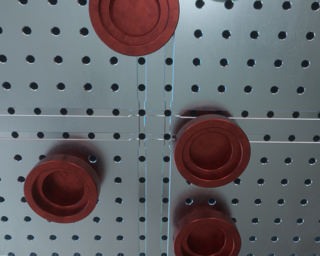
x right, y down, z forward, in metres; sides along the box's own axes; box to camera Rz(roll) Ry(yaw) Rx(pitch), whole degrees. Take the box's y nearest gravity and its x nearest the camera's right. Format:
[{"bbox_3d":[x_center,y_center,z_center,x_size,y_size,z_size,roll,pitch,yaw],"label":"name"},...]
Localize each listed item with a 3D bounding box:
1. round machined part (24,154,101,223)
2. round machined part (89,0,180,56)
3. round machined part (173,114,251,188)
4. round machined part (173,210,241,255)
[{"bbox_3d":[-0.132,0.080,0.432,0.099,0.042,0.097,0,110,-1],"label":"round machined part"},{"bbox_3d":[-0.028,-0.134,0.354,0.099,0.042,0.097,0,110,-1],"label":"round machined part"},{"bbox_3d":[0.067,0.027,0.416,0.099,0.042,0.097,0,110,-1],"label":"round machined part"},{"bbox_3d":[0.068,0.163,0.466,0.099,0.042,0.097,0,110,-1],"label":"round machined part"}]
